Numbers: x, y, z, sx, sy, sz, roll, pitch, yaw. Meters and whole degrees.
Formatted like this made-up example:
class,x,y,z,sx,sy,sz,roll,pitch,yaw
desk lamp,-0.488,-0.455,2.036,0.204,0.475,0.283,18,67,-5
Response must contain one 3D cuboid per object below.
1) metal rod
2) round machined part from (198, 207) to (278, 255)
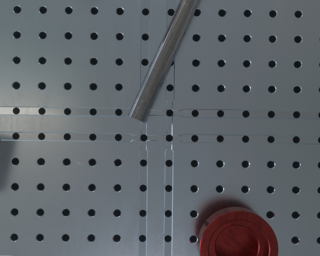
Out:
class,x,y,z,sx,sy,sz,roll,pitch,yaw
metal rod,0.030,-0.148,0.413,0.025,0.025,0.299,24,90,0
round machined part,0.098,0.152,0.406,0.099,0.042,0.097,0,90,0
